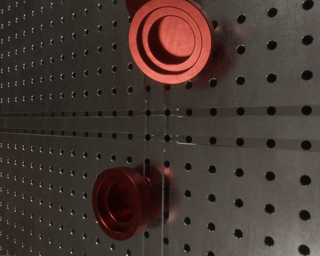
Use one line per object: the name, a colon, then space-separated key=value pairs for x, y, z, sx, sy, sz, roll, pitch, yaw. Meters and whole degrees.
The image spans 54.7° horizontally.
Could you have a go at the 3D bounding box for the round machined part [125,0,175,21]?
round machined part: x=-0.007 y=-0.171 z=0.402 sx=0.098 sy=0.042 sz=0.097 roll=0 pitch=90 yaw=39

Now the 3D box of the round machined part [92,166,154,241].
round machined part: x=-0.048 y=0.103 z=0.436 sx=0.098 sy=0.042 sz=0.097 roll=0 pitch=90 yaw=39

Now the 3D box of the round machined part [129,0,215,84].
round machined part: x=0.016 y=-0.104 z=0.365 sx=0.098 sy=0.042 sz=0.097 roll=8 pitch=117 yaw=17
